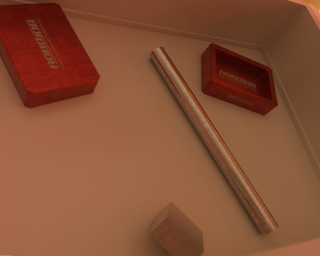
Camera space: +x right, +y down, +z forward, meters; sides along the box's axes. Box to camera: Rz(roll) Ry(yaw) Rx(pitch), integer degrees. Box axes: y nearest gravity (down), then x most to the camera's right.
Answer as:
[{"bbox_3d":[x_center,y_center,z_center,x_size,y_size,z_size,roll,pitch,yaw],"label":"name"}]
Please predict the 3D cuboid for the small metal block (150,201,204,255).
[{"bbox_3d":[0.019,0.112,0.331,0.050,0.025,0.050,44,8,2],"label":"small metal block"}]

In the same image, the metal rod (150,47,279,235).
[{"bbox_3d":[0.069,0.008,0.439,0.025,0.025,0.299,-21,73,-36],"label":"metal rod"}]

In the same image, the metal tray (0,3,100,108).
[{"bbox_3d":[-0.144,-0.095,0.383,0.091,0.030,0.130,-20,73,-36],"label":"metal tray"}]

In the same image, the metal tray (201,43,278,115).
[{"bbox_3d":[0.134,-0.082,0.527,0.131,0.030,0.090,17,55,-19],"label":"metal tray"}]
